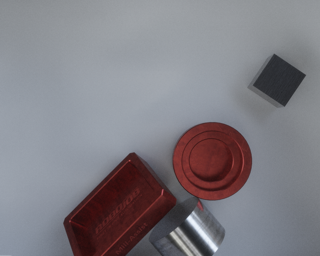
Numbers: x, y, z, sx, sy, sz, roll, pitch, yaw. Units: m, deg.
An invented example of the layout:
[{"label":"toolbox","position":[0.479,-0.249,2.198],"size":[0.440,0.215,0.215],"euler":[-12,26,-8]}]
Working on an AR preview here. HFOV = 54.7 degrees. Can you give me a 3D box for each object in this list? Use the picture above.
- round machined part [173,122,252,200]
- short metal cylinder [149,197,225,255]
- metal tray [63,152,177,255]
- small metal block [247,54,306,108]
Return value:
[{"label":"round machined part","position":[0.065,0.041,0.404],"size":[0.099,0.042,0.097],"euler":[0,90,-1]},{"label":"short metal cylinder","position":[0.033,0.131,0.385],"size":[0.080,0.080,0.050],"euler":[-40,90,0]},{"label":"metal tray","position":[-0.053,0.103,0.379],"size":[0.130,0.090,0.030],"euler":[-45,130,-1]},{"label":"small metal block","position":[0.155,-0.062,0.413],"size":[0.050,0.025,0.050],"euler":[34,90,-1]}]
